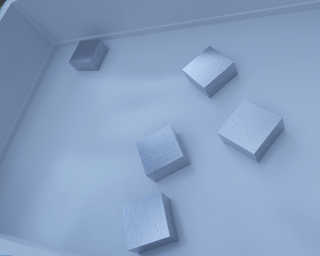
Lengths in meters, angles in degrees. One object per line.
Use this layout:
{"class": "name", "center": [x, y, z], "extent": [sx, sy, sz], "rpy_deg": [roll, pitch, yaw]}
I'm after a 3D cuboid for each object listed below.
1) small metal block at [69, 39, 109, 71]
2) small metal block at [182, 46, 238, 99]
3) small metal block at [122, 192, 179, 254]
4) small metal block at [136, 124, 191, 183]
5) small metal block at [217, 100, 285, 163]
{"class": "small metal block", "center": [-0.126, -0.129, 0.552], "extent": [0.050, 0.025, 0.050], "rpy_deg": [6, 65, 31]}
{"class": "small metal block", "center": [0.067, -0.076, 0.417], "extent": [0.050, 0.025, 0.050], "rpy_deg": [-41, 51, 0]}
{"class": "small metal block", "center": [-0.012, 0.106, 0.347], "extent": [0.050, 0.025, 0.050], "rpy_deg": [-23, 53, 14]}
{"class": "small metal block", "center": [0.003, 0.032, 0.385], "extent": [0.050, 0.025, 0.050], "rpy_deg": [-29, 52, 10]}
{"class": "small metal block", "center": [0.103, 0.003, 0.350], "extent": [0.050, 0.025, 0.050], "rpy_deg": [34, 81, 38]}
